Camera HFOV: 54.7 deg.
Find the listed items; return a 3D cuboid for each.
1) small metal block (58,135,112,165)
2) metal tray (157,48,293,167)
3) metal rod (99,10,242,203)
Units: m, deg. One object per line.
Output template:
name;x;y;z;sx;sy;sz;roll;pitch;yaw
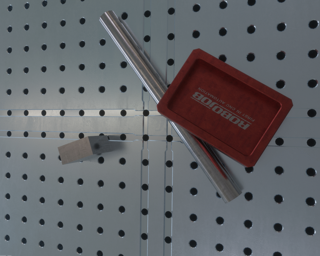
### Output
small metal block;-0.105;0.030;0.436;0.050;0.050;0.025;-19;84;19
metal tray;0.074;-0.024;0.368;0.130;0.030;0.090;33;89;12
metal rod;0.008;-0.036;0.409;0.025;0.025;0.299;-38;78;16
